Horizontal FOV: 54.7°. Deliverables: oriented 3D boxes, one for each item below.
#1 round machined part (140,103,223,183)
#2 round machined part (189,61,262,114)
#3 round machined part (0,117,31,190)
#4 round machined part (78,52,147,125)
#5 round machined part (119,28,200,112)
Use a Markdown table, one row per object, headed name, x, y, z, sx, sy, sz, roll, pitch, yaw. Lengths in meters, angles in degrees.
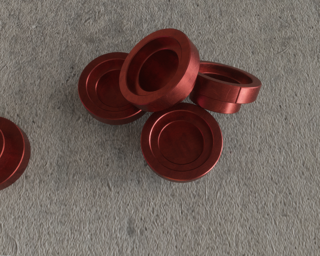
| name | x | y | z | sx | sy | sz | roll | pitch | yaw |
| --- | --- | --- | --- | --- | --- | --- | --- | --- | --- |
| round machined part | 0.026 | 0.021 | 0.390 | 0.099 | 0.042 | 0.098 | 0 | 72 | 1 |
| round machined part | 0.076 | -0.051 | 0.400 | 0.099 | 0.042 | 0.098 | 10 | 26 | -5 |
| round machined part | -0.219 | 0.029 | 0.387 | 0.099 | 0.042 | 0.098 | 0 | 70 | 0 |
| round machined part | -0.056 | -0.049 | 0.417 | 0.099 | 0.042 | 0.098 | 0 | 70 | 0 |
| round machined part | 0.003 | -0.063 | 0.361 | 0.098 | 0.042 | 0.098 | -17 | 59 | 30 |
